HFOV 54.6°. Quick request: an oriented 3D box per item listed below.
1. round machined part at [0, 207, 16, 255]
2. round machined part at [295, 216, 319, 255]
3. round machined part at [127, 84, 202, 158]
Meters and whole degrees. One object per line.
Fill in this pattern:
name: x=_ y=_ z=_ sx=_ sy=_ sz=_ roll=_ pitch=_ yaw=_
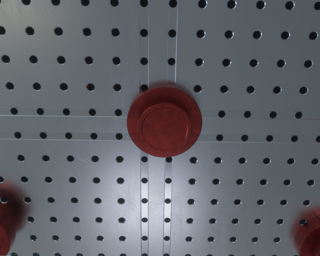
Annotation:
round machined part: x=-0.262 y=0.151 z=0.458 sx=0.099 sy=0.042 sz=0.097 roll=0 pitch=110 yaw=0
round machined part: x=0.264 y=0.184 z=0.474 sx=0.099 sy=0.042 sz=0.097 roll=0 pitch=110 yaw=0
round machined part: x=0.006 y=-0.005 z=0.402 sx=0.099 sy=0.042 sz=0.097 roll=0 pitch=110 yaw=0
